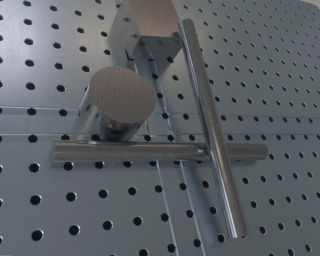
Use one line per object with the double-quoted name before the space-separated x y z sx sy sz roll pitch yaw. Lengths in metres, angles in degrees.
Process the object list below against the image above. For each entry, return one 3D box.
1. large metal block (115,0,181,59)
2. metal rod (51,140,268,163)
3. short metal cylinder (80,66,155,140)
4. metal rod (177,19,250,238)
"large metal block" -0.014 -0.154 0.479 0.081 0.050 0.080 -7 65 -31
"metal rod" 0.020 0.031 0.400 0.303 0.025 0.025 2 61 -27
"short metal cylinder" -0.053 -0.029 0.381 0.081 0.050 0.080 14 56 -21
"metal rod" 0.066 -0.012 0.410 0.025 0.025 0.299 -2 71 -29
